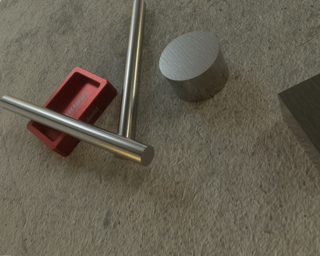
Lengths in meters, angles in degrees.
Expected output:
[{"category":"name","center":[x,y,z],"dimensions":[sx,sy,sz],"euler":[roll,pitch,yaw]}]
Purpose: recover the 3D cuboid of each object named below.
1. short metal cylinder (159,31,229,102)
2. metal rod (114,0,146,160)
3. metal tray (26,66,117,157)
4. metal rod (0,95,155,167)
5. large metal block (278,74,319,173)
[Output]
[{"category":"short metal cylinder","center":[0.046,-0.081,0.413],"dimensions":[0.080,0.050,0.080],"euler":[-13,56,20]},{"category":"metal rod","center":[-0.042,-0.092,0.480],"dimensions":[0.025,0.025,0.299],"euler":[-11,57,22]},{"category":"metal tray","center":[-0.139,-0.029,0.489],"dimensions":[0.090,0.030,0.130],"euler":[28,77,37]},{"category":"metal rod","center":[-0.134,-0.005,0.436],"dimensions":[0.300,0.025,0.025],"euler":[17,71,33]},{"category":"large metal block","center":[0.175,-0.010,0.302],"dimensions":[0.080,0.050,0.080],"euler":[-27,53,11]}]
